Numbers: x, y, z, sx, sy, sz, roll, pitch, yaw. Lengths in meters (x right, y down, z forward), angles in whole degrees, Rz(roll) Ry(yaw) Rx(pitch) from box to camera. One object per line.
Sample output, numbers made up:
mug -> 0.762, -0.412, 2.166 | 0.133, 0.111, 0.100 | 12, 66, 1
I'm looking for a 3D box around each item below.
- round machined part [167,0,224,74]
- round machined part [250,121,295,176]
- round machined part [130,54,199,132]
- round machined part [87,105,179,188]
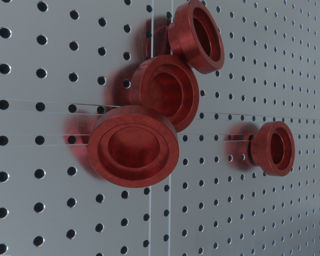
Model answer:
round machined part -> 0.047, -0.119, 0.422 | 0.098, 0.042, 0.098 | 29, 53, -47
round machined part -> 0.201, 0.038, 0.562 | 0.099, 0.042, 0.098 | 5, 83, -41
round machined part -> 0.001, -0.042, 0.398 | 0.099, 0.042, 0.097 | -1, 91, -40
round machined part -> -0.029, 0.017, 0.350 | 0.098, 0.098, 0.042 | 55, 17, -26
